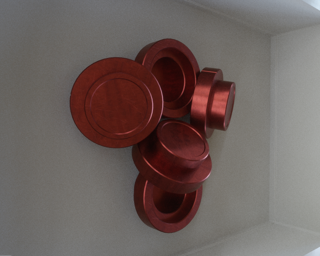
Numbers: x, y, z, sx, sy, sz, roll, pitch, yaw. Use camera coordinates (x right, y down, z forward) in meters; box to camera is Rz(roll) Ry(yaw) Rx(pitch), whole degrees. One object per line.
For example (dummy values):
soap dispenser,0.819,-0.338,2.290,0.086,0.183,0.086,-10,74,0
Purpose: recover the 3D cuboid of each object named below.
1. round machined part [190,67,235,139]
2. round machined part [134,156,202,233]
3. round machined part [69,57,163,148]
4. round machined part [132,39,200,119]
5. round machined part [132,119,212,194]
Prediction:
round machined part,0.077,-0.033,0.428,0.098,0.042,0.097,10,91,-71
round machined part,0.006,0.080,0.398,0.099,0.042,0.097,0,90,-40
round machined part,-0.045,-0.025,0.328,0.099,0.042,0.097,-3,102,-12
round machined part,0.004,-0.060,0.395,0.099,0.042,0.097,0,90,-40
round machined part,0.020,0.027,0.372,0.099,0.098,0.042,-9,140,-40
